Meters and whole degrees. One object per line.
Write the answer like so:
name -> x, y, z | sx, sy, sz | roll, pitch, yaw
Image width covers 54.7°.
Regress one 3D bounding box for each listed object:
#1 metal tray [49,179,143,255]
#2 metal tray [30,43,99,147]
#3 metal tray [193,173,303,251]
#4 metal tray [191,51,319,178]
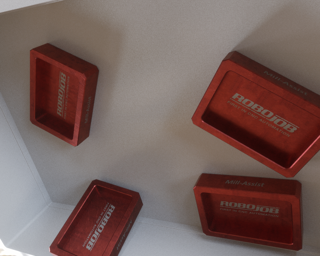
metal tray -> -0.094, 0.150, 0.479 | 0.090, 0.130, 0.030 | 13, 141, 20
metal tray -> -0.143, -0.045, 0.450 | 0.090, 0.030, 0.129 | 27, 128, 11
metal tray -> 0.117, 0.109, 0.410 | 0.130, 0.030, 0.089 | 0, 119, 27
metal tray -> 0.111, -0.013, 0.338 | 0.130, 0.030, 0.089 | 31, 128, 8
